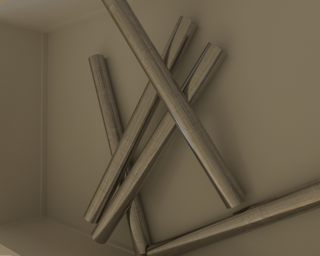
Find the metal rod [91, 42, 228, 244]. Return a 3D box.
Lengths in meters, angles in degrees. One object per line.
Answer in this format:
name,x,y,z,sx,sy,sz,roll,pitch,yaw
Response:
metal rod,-0.009,0.031,0.393,0.025,0.025,0.298,42,109,32

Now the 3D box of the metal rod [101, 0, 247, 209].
metal rod,0.007,-0.047,0.350,0.025,0.025,0.299,-34,84,35

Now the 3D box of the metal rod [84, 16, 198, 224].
metal rod,-0.030,-0.001,0.410,0.025,0.025,0.298,36,105,34

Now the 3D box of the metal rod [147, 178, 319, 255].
metal rod,0.094,0.097,0.329,0.299,0.025,0.025,-35,69,34

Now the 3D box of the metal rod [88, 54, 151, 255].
metal rod,-0.061,0.030,0.457,0.025,0.025,0.299,-25,74,37
